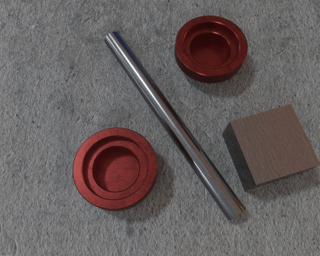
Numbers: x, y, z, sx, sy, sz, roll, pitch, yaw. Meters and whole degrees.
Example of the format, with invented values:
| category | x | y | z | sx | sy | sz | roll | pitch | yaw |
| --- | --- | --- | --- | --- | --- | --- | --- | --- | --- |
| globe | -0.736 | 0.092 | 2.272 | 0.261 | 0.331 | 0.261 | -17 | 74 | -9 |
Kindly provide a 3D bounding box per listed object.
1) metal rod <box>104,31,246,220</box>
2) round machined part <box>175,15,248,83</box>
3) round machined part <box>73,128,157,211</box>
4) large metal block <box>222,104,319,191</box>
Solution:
| category | x | y | z | sx | sy | sz | roll | pitch | yaw |
| --- | --- | --- | --- | --- | --- | --- | --- | --- | --- |
| metal rod | 0.011 | -0.015 | 0.413 | 0.025 | 0.025 | 0.299 | -31 | 73 | -11 |
| round machined part | 0.070 | -0.106 | 0.439 | 0.099 | 0.042 | 0.098 | 0 | 70 | 0 |
| round machined part | -0.052 | 0.052 | 0.380 | 0.099 | 0.042 | 0.098 | 0 | 70 | 0 |
| large metal block | 0.134 | 0.025 | 0.387 | 0.081 | 0.050 | 0.080 | -16 | 71 | -6 |
